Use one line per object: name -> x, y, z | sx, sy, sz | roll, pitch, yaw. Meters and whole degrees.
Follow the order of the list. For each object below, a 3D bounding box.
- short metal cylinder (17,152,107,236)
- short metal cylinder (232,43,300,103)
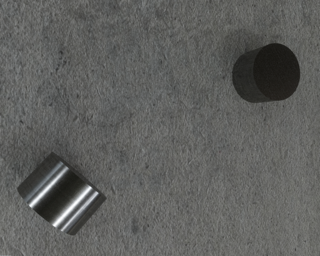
short metal cylinder -> -0.106, 0.071, 0.341 | 0.080, 0.080, 0.050 | 44, 76, -15
short metal cylinder -> 0.154, -0.078, 0.452 | 0.081, 0.050, 0.080 | 0, 90, -20
